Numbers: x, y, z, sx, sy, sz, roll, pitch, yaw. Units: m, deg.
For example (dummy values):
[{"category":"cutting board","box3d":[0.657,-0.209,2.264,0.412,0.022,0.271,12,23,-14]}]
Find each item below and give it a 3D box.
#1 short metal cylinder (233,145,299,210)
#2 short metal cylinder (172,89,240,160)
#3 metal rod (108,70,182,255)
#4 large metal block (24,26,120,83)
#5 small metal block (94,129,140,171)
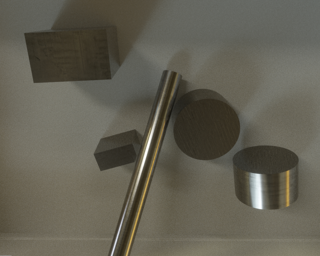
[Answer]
[{"category":"short metal cylinder","box3d":[0.138,0.062,0.407,0.080,0.080,0.050,-8,110,2]},{"category":"short metal cylinder","box3d":[0.056,-0.006,0.397,0.081,0.050,0.079,0,110,-1]},{"category":"metal rod","box3d":[-0.026,0.075,0.375,0.025,0.025,0.299,17,85,-7]},{"category":"large metal block","box3d":[-0.092,-0.086,0.349,0.081,0.080,0.050,-3,110,0]},{"category":"small metal block","box3d":[-0.054,0.028,0.408,0.050,0.050,0.025,-15,110,5]}]
